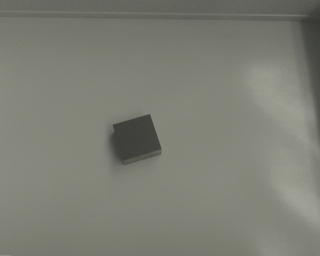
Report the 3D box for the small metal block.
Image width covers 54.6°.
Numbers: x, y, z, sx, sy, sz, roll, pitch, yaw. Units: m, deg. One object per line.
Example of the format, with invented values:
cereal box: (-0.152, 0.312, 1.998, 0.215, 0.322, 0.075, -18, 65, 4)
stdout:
small metal block: (-0.029, 0.015, 0.404, 0.050, 0.025, 0.050, -17, 71, -6)
